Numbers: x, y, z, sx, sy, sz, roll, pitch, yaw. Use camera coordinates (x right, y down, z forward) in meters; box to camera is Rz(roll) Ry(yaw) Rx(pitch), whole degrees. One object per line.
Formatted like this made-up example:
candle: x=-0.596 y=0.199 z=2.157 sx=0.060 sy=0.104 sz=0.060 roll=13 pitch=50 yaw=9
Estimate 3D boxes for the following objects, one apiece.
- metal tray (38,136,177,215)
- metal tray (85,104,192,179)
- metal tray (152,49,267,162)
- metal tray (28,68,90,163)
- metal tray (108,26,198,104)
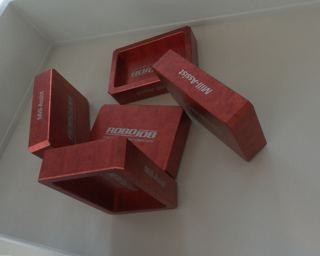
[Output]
metal tray: x=-0.046 y=0.057 z=0.323 sx=0.090 sy=0.130 sz=0.030 roll=-12 pitch=58 yaw=21
metal tray: x=-0.033 y=0.015 z=0.405 sx=0.130 sy=0.030 sz=0.090 roll=4 pitch=63 yaw=29
metal tray: x=0.054 y=-0.026 z=0.348 sx=0.030 sy=0.090 sz=0.130 roll=-45 pitch=51 yaw=-2
metal tray: x=-0.137 y=-0.009 z=0.436 sx=0.030 sy=0.090 sz=0.130 roll=-22 pitch=54 yaw=14
metal tray: x=-0.010 y=-0.092 z=0.461 sx=0.130 sy=0.030 sz=0.090 roll=-12 pitch=57 yaw=21
